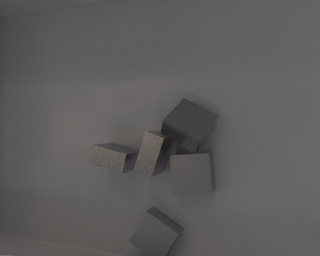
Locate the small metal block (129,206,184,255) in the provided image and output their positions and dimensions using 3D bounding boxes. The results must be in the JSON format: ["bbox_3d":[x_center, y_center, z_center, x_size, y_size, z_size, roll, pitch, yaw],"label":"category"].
[{"bbox_3d":[-0.005,0.142,0.412,0.050,0.025,0.050,32,100,17],"label":"small metal block"}]

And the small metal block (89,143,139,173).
[{"bbox_3d":[-0.059,0.039,0.418,0.050,0.050,0.025,13,95,19],"label":"small metal block"}]

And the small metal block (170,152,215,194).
[{"bbox_3d":[0.042,0.057,0.396,0.050,0.025,0.050,-5,88,20],"label":"small metal block"}]

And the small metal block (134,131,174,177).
[{"bbox_3d":[-0.005,0.031,0.399,0.025,0.050,0.050,20,97,19],"label":"small metal block"}]

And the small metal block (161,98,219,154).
[{"bbox_3d":[0.037,-0.004,0.382,0.050,0.050,0.025,30,142,17],"label":"small metal block"}]
